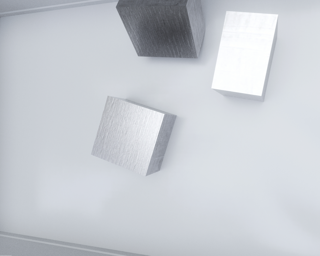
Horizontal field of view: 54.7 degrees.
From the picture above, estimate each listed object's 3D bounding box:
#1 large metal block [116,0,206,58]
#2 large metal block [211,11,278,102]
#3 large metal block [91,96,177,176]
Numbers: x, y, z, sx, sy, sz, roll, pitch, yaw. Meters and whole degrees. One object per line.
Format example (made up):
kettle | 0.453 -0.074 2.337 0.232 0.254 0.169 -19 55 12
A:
large metal block | 0.005 -0.131 0.372 0.080 0.080 0.050 7 63 20
large metal block | 0.097 -0.075 0.347 0.050 0.080 0.080 12 94 19
large metal block | -0.034 0.009 0.409 0.080 0.050 0.080 19 96 19
